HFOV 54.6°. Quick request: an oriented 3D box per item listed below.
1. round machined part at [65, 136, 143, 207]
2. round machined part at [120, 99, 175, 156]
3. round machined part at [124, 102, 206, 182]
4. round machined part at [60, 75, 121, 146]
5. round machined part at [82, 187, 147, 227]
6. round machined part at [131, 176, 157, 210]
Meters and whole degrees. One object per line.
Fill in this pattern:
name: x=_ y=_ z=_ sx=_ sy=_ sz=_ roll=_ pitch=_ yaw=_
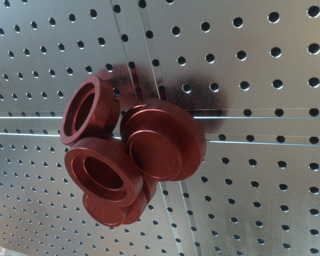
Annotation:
round machined part: x=-0.064 y=0.049 z=0.382 sx=0.098 sy=0.042 sz=0.097 roll=17 pitch=134 yaw=19
round machined part: x=-0.009 y=0.016 z=0.388 sx=0.098 sy=0.042 sz=0.097 roll=13 pitch=124 yaw=21
round machined part: x=0.000 y=0.023 z=0.359 sx=0.098 sy=0.042 sz=0.097 roll=13 pitch=123 yaw=21
round machined part: x=-0.090 y=-0.017 z=0.413 sx=0.042 sy=0.098 sz=0.098 roll=26 pitch=138 yaw=-35
round machined part: x=-0.071 y=0.104 z=0.448 sx=0.098 sy=0.042 sz=0.097 roll=13 pitch=124 yaw=21
round machined part: x=-0.058 y=0.085 z=0.457 sx=0.098 sy=0.042 sz=0.097 roll=13 pitch=124 yaw=21
